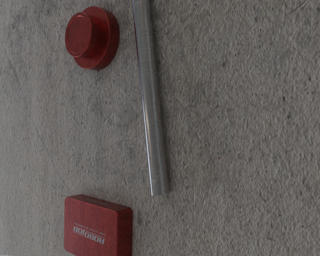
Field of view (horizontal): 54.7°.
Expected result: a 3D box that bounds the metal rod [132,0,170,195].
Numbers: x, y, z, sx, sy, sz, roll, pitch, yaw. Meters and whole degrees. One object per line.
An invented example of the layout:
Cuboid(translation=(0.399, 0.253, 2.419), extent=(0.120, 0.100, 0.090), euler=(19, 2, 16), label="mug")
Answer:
Cuboid(translation=(-0.015, -0.062, 0.416), extent=(0.025, 0.025, 0.298), euler=(-10, 84, 39), label="metal rod")

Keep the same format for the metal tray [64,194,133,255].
Cuboid(translation=(-0.100, 0.160, 0.484), extent=(0.130, 0.030, 0.089), euler=(2, 91, 40), label="metal tray")

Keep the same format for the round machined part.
Cuboid(translation=(-0.112, -0.142, 0.487), extent=(0.098, 0.042, 0.097), euler=(0, 90, 40), label="round machined part")
